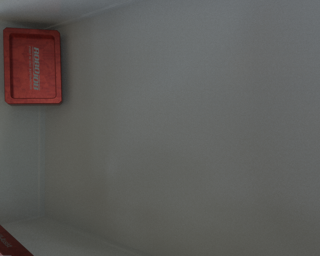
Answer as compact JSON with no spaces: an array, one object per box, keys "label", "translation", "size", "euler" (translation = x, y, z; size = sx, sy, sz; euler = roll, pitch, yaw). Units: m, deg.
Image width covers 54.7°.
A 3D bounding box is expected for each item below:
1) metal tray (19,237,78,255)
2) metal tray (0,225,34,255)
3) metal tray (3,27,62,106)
[{"label":"metal tray","translation":[-0.203,0.206,0.466],"size":[0.090,0.131,0.030],"euler":[1,92,39]},{"label":"metal tray","translation":[-0.224,0.197,0.432],"size":[0.130,0.030,0.089],"euler":[15,99,38]},{"label":"metal tray","translation":[-0.220,-0.105,0.541],"size":[0.030,0.091,0.129],"euler":[171,96,-74]}]
